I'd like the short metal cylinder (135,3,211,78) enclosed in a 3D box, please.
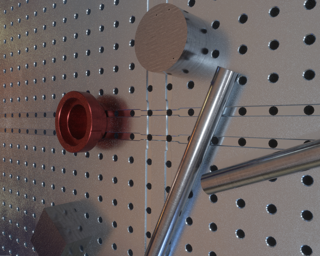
[{"bbox_3d":[0.015,-0.105,0.381,0.080,0.050,0.080,0,90,40],"label":"short metal cylinder"}]

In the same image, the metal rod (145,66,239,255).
[{"bbox_3d":[0.028,0.070,0.386,0.025,0.025,0.298,31,109,36],"label":"metal rod"}]

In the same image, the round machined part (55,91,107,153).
[{"bbox_3d":[-0.124,-0.010,0.501,0.098,0.042,0.097,0,90,40],"label":"round machined part"}]

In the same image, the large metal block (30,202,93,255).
[{"bbox_3d":[-0.172,0.190,0.536,0.080,0.050,0.080,42,115,32],"label":"large metal block"}]

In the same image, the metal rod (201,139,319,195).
[{"bbox_3d":[0.164,0.016,0.273,0.299,0.025,0.025,-25,75,37],"label":"metal rod"}]
